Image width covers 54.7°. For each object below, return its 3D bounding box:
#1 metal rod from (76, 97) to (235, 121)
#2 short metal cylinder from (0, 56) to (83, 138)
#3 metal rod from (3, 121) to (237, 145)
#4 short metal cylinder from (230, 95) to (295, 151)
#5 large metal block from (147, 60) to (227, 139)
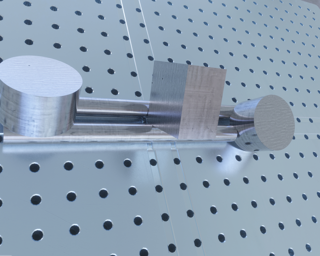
[{"bbox_3d":[0.031,-0.024,0.438,0.303,0.025,0.025,1,62,-28],"label":"metal rod"},{"bbox_3d":[-0.127,-0.035,0.326,0.081,0.050,0.080,15,34,-10],"label":"short metal cylinder"},{"bbox_3d":[-0.027,0.006,0.389,0.303,0.025,0.025,1,62,-28],"label":"metal rod"},{"bbox_3d":[0.151,-0.005,0.460,0.081,0.050,0.080,4,82,-27],"label":"short metal cylinder"},{"bbox_3d":[0.029,-0.036,0.372,0.050,0.080,0.079,1,103,-28],"label":"large metal block"}]
